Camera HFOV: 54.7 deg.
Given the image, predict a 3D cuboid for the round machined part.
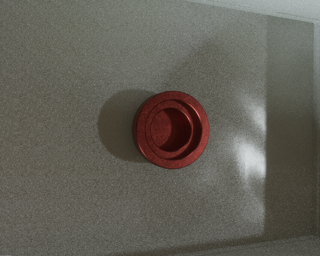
[{"bbox_3d":[0.011,0.002,0.403,0.099,0.042,0.097,0,90,-21],"label":"round machined part"}]
